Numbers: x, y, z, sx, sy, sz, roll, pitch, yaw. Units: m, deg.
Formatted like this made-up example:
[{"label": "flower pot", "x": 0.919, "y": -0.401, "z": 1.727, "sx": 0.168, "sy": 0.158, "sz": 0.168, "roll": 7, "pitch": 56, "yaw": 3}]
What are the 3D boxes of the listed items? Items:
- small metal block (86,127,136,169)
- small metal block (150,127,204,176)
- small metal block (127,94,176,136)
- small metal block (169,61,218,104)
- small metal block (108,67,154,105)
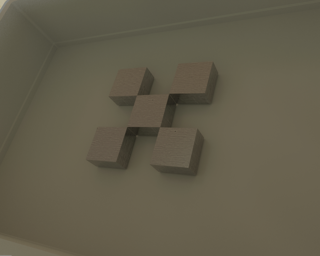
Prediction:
[{"label": "small metal block", "x": -0.066, "y": 0.026, "z": 0.422, "sx": 0.050, "sy": 0.025, "sz": 0.050, "roll": 1, "pitch": 62, "yaw": 28}, {"label": "small metal block", "x": 0.021, "y": 0.027, "z": 0.375, "sx": 0.050, "sy": 0.025, "sz": 0.050, "roll": 2, "pitch": 62, "yaw": 29}, {"label": "small metal block", "x": -0.011, "y": -0.017, "z": 0.419, "sx": 0.050, "sy": 0.025, "sz": 0.050, "roll": 1, "pitch": 62, "yaw": 28}, {"label": "small metal block", "x": 0.046, "y": -0.060, "z": 0.416, "sx": 0.050, "sy": 0.025, "sz": 0.050, "roll": 3, "pitch": 63, "yaw": 29}, {"label": "small metal block", "x": -0.042, "y": -0.062, "z": 0.464, "sx": 0.050, "sy": 0.025, "sz": 0.050, "roll": 2, "pitch": 62, "yaw": 29}]
